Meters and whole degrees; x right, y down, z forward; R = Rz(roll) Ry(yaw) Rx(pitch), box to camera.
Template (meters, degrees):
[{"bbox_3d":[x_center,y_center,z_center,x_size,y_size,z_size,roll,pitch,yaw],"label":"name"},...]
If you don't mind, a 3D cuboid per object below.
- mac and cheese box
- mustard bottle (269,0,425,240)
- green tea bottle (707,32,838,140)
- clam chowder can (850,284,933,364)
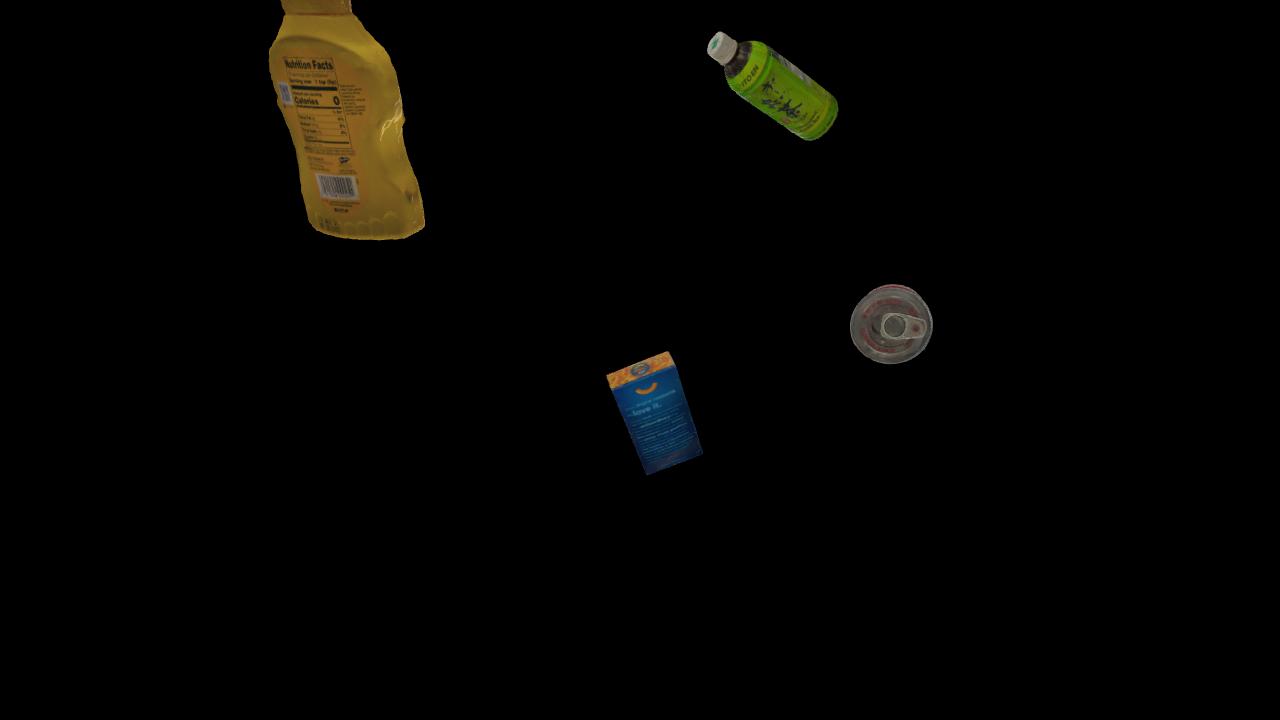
[{"bbox_3d":[0.024,0.079,0.865,0.093,0.184,0.041,-20,39,-1],"label":"mac and cheese box"},{"bbox_3d":[-0.211,-0.180,0.433,0.092,0.184,0.054,11,33,17],"label":"mustard bottle"},{"bbox_3d":[0.178,-0.374,0.832,0.212,0.073,0.073,19,-11,-33],"label":"green tea bottle"},{"bbox_3d":[0.237,-0.037,0.579,0.068,0.068,0.102,0,9,23],"label":"clam chowder can"}]
